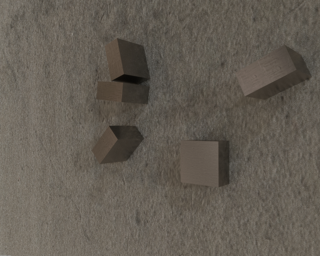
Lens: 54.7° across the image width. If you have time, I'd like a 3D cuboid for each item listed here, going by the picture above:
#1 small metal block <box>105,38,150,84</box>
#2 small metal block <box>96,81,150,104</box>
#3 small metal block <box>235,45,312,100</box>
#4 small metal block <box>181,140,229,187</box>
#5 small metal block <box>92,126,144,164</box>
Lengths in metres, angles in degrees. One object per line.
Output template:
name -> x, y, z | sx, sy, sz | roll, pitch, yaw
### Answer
small metal block -> -0.044, -0.089, 0.423 | 0.025, 0.050, 0.050 | -19, 78, 38
small metal block -> -0.051, -0.049, 0.429 | 0.050, 0.050, 0.025 | 10, 96, 39
small metal block -> 0.109, -0.051, 0.298 | 0.050, 0.050, 0.025 | -29, 72, 36
small metal block -> 0.052, 0.039, 0.361 | 0.050, 0.025, 0.050 | 0, 90, 39
small metal block -> -0.059, 0.023, 0.435 | 0.050, 0.050, 0.025 | -51, 60, 27
